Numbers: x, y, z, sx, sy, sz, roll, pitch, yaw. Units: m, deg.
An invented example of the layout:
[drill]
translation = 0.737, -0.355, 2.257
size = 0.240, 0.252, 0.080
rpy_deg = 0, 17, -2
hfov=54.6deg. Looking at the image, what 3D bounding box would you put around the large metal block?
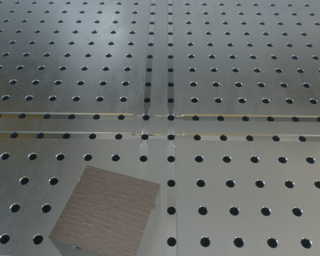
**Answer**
[large metal block]
translation = -0.050, 0.093, 0.313
size = 0.080, 0.050, 0.080
rpy_deg = 13, 51, 10
